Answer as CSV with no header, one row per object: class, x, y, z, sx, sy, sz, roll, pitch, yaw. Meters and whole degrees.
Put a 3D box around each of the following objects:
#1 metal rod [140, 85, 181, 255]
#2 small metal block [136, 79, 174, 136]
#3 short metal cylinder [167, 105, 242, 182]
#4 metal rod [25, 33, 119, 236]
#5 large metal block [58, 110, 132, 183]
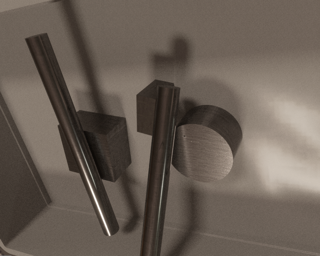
metal rod,-0.006,0.099,0.369,0.025,0.025,0.298,12,105,21
small metal block,-0.005,-0.025,0.378,0.025,0.050,0.050,15,125,20
short metal cylinder,0.054,0.019,0.375,0.080,0.050,0.079,13,124,20
metal rod,-0.108,0.026,0.414,0.025,0.025,0.298,0,119,28
large metal block,-0.093,0.025,0.455,0.080,0.050,0.079,10,123,22
